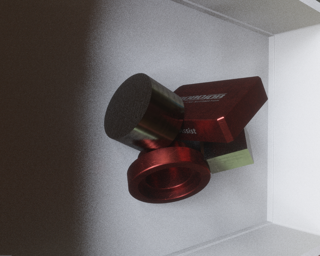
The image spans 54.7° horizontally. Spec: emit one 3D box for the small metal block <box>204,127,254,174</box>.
[{"bbox_3d":[0.080,0.022,0.369,0.025,0.050,0.050,58,25,-33],"label":"small metal block"}]

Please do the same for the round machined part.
[{"bbox_3d":[0.009,0.051,0.379,0.098,0.098,0.042,26,38,-38],"label":"round machined part"}]

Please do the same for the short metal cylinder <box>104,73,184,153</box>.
[{"bbox_3d":[-0.019,-0.015,0.354,0.050,0.080,0.080,29,72,-37],"label":"short metal cylinder"}]

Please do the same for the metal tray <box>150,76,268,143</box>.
[{"bbox_3d":[0.052,-0.023,0.381,0.090,0.130,0.030,-43,117,-32],"label":"metal tray"}]

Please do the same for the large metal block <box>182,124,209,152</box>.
[{"bbox_3d":[0.065,0.012,0.435,0.081,0.050,0.079,-18,107,-39],"label":"large metal block"}]
